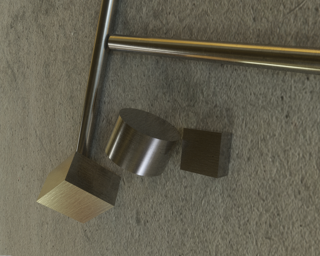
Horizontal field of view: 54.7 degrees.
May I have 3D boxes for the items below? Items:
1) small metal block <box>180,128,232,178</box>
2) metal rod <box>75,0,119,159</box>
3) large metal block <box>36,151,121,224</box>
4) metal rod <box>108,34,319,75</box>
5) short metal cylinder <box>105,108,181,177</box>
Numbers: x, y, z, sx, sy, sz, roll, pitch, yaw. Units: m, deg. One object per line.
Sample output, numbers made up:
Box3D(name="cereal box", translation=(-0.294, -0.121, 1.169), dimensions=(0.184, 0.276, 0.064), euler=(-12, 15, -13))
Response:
Box3D(name="small metal block", translation=(0.053, 0.027, 0.360), dimensions=(0.050, 0.025, 0.050), euler=(8, 95, 39))
Box3D(name="metal rod", translation=(-0.097, -0.087, 0.482), dimensions=(0.025, 0.025, 0.298), euler=(21, 103, 38))
Box3D(name="large metal block", translation=(-0.118, 0.090, 0.454), dimensions=(0.080, 0.080, 0.050), euler=(-35, 31, 34))
Box3D(name="metal rod", translation=(0.046, -0.091, 0.365), dimensions=(0.300, 0.025, 0.025), euler=(17, 101, 38))
Box3D(name="short metal cylinder", translation=(-0.021, 0.016, 0.385), dimensions=(0.080, 0.081, 0.050), euler=(38, 113, 33))
